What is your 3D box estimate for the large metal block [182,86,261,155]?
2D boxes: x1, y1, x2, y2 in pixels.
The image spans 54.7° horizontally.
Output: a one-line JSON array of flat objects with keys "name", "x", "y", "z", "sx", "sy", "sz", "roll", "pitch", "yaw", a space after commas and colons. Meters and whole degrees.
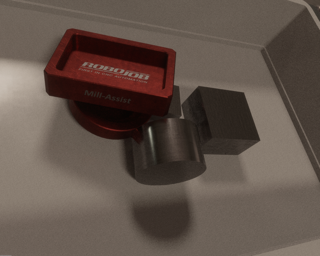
[{"name": "large metal block", "x": 0.085, "y": -0.009, "z": 0.442, "sx": 0.081, "sy": 0.050, "sz": 0.080, "roll": 4, "pitch": 60, "yaw": -27}]

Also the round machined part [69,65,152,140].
[{"name": "round machined part", "x": -0.060, "y": -0.028, "z": 0.378, "sx": 0.099, "sy": 0.042, "sz": 0.098, "roll": 13, "pitch": 54, "yaw": -18}]

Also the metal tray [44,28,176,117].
[{"name": "metal tray", "x": -0.050, "y": -0.065, "z": 0.349, "sx": 0.131, "sy": 0.030, "sz": 0.090, "roll": 11, "pitch": 47, "yaw": -5}]

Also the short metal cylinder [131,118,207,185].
[{"name": "short metal cylinder", "x": 0.009, "y": 0.030, "z": 0.358, "sx": 0.081, "sy": 0.080, "sz": 0.050, "roll": 5, "pitch": 60, "yaw": -26}]

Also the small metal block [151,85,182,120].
[{"name": "small metal block", "x": 0.000, "y": -0.037, "z": 0.430, "sx": 0.050, "sy": 0.025, "sz": 0.050, "roll": 11, "pitch": 57, "yaw": -23}]
